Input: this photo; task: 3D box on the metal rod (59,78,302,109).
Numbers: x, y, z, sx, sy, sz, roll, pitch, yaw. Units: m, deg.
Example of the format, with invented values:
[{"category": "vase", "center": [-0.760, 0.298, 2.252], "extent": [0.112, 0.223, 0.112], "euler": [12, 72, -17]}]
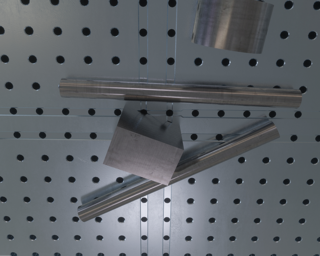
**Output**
[{"category": "metal rod", "center": [0.027, -0.044, 0.397], "extent": [0.302, 0.025, 0.025], "euler": [3, 110, -1]}]

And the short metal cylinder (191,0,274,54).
[{"category": "short metal cylinder", "center": [0.078, -0.115, 0.342], "extent": [0.081, 0.080, 0.050], "euler": [8, 110, -3]}]

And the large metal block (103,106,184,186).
[{"category": "large metal block", "center": [-0.019, 0.019, 0.391], "extent": [0.080, 0.080, 0.050], "euler": [20, 109, -7]}]

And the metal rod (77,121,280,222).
[{"category": "metal rod", "center": [0.020, 0.064, 0.437], "extent": [0.301, 0.025, 0.025], "euler": [-25, 108, 8]}]
